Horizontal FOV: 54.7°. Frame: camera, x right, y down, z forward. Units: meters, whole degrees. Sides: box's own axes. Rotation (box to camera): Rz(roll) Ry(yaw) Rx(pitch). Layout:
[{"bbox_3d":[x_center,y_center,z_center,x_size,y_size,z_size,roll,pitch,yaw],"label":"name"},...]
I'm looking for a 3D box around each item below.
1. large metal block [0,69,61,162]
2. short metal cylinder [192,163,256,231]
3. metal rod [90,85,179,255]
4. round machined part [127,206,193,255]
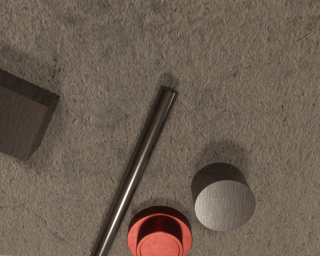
[{"bbox_3d":[-0.184,-0.016,0.388,0.080,0.050,0.080,25,108,-10],"label":"large metal block"},{"bbox_3d":[0.086,0.095,0.433,0.081,0.050,0.079,0,110,-1],"label":"short metal cylinder"},{"bbox_3d":[-0.044,0.081,0.438,0.025,0.025,0.298,21,109,-8],"label":"metal rod"},{"bbox_3d":[0.000,0.170,0.463,0.099,0.042,0.097,0,110,-1],"label":"round machined part"}]
